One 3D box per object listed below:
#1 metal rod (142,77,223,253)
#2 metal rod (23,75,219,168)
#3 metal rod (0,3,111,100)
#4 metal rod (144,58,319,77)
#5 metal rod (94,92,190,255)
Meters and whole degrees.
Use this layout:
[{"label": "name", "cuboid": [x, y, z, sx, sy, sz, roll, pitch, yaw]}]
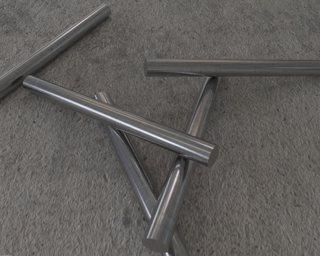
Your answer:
[{"label": "metal rod", "cuboid": [0.042, 0.006, 0.379, 0.025, 0.025, 0.301, 14, 46, 11]}, {"label": "metal rod", "cuboid": [-0.068, -0.019, 0.385, 0.300, 0.025, 0.025, 21, 53, 29]}, {"label": "metal rod", "cuboid": [-0.179, -0.127, 0.508, 0.025, 0.025, 0.301, 24, 54, 19]}, {"label": "metal rod", "cuboid": [0.128, -0.087, 0.448, 0.302, 0.025, 0.025, -3, 50, -14]}, {"label": "metal rod", "cuboid": [-0.020, 0.063, 0.349, 0.025, 0.025, 0.300, -19, 53, -15]}]
